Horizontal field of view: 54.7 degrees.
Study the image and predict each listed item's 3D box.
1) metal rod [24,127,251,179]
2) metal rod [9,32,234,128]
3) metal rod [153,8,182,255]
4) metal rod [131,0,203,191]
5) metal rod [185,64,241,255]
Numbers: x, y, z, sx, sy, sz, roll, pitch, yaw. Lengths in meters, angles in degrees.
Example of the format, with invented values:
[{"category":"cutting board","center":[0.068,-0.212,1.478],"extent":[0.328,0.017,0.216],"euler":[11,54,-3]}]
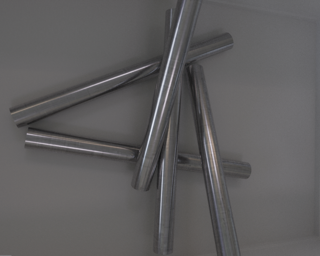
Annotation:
[{"category":"metal rod","center":[-0.013,0.037,0.405],"extent":[0.302,0.025,0.025],"euler":[11,87,-20]},{"category":"metal rod","center":[-0.033,-0.068,0.397],"extent":[0.302,0.025,0.025],"euler":[-24,98,-19]},{"category":"metal rod","center":[0.012,0.004,0.386],"extent":[0.025,0.025,0.298],"euler":[3,89,-20]},{"category":"metal rod","center":[0.013,-0.064,0.340],"extent":[0.025,0.025,0.298],"euler":[8,110,-20]},{"category":"metal rod","center":[0.064,0.055,0.369],"extent":[0.025,0.025,0.299],"euler":[2,64,-20]}]
